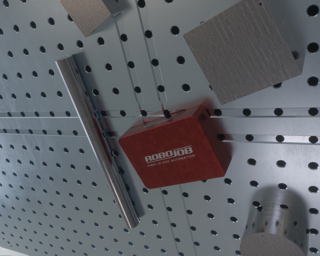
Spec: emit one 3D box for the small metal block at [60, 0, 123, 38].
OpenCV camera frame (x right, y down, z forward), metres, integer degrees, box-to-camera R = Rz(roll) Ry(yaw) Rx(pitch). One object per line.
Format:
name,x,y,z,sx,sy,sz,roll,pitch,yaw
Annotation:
small metal block,-0.081,-0.144,0.365,0.050,0.025,0.050,-26,104,37

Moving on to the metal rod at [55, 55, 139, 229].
metal rod,-0.089,0.036,0.480,0.025,0.025,0.298,-3,117,30

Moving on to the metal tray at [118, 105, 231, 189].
metal tray,0.017,0.031,0.418,0.130,0.030,0.090,-17,110,35

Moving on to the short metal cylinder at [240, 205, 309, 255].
short metal cylinder,0.151,0.149,0.408,0.080,0.050,0.079,13,124,21

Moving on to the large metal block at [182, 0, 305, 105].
large metal block,0.083,-0.080,0.302,0.080,0.050,0.080,-22,107,36
